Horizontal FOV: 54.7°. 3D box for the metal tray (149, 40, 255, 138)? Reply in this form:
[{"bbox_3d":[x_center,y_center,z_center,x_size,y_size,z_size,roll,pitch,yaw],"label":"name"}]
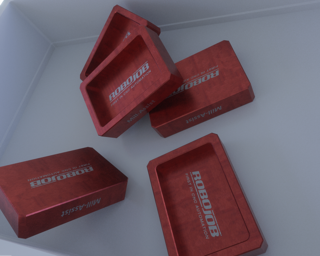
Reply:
[{"bbox_3d":[0.046,-0.052,0.409,0.130,0.030,0.090,-23,53,13],"label":"metal tray"}]

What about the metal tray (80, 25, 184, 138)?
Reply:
[{"bbox_3d":[-0.043,-0.057,0.406,0.130,0.030,0.090,-38,64,25],"label":"metal tray"}]

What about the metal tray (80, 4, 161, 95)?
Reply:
[{"bbox_3d":[-0.064,-0.111,0.472,0.090,0.030,0.129,41,107,38],"label":"metal tray"}]

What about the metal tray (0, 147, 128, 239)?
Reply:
[{"bbox_3d":[-0.115,0.067,0.364,0.090,0.131,0.030,32,121,38],"label":"metal tray"}]

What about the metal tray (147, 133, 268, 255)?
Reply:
[{"bbox_3d":[0.044,0.079,0.330,0.090,0.030,0.130,-25,53,12],"label":"metal tray"}]
